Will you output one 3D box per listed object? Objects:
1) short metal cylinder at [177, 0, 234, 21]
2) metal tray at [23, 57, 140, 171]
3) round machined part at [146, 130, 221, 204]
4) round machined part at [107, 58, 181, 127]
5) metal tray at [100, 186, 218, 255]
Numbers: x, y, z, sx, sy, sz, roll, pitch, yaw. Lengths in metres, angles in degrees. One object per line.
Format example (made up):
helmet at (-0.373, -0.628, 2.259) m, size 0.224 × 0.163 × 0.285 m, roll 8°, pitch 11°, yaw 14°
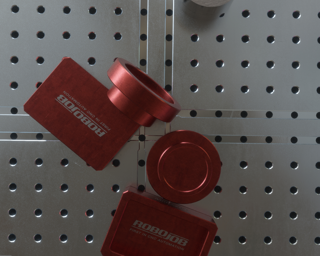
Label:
short metal cylinder at (0.062, -0.187, 0.402) m, size 0.081 × 0.050 × 0.079 m, roll 0°, pitch 90°, yaw -1°
metal tray at (-0.098, -0.018, 0.410) m, size 0.130 × 0.030 × 0.090 m, roll 40°, pitch 90°, yaw -1°
round machined part at (0.031, 0.051, 0.405) m, size 0.099 × 0.042 × 0.097 m, roll 0°, pitch 90°, yaw -1°
round machined part at (-0.025, -0.038, 0.378) m, size 0.098 × 0.098 × 0.042 m, roll 40°, pitch 103°, yaw 0°
metal tray at (-0.001, 0.143, 0.410) m, size 0.131 × 0.030 × 0.090 m, roll 21°, pitch 90°, yaw -1°
